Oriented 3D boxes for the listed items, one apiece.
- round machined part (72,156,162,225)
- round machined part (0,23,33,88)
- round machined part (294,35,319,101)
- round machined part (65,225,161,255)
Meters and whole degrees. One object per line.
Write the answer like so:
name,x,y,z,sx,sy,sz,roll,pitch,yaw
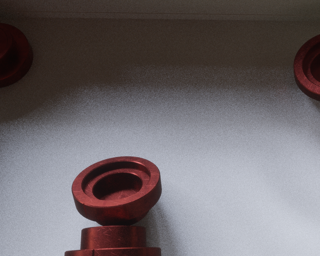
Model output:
round machined part,-0.047,0.075,0.354,0.099,0.098,0.042,-5,115,2
round machined part,-0.236,-0.109,0.436,0.099,0.042,0.098,1,70,-3
round machined part,0.235,-0.078,0.418,0.098,0.042,0.098,-9,67,21
round machined part,-0.048,0.127,0.324,0.099,0.098,0.042,-2,67,-1
